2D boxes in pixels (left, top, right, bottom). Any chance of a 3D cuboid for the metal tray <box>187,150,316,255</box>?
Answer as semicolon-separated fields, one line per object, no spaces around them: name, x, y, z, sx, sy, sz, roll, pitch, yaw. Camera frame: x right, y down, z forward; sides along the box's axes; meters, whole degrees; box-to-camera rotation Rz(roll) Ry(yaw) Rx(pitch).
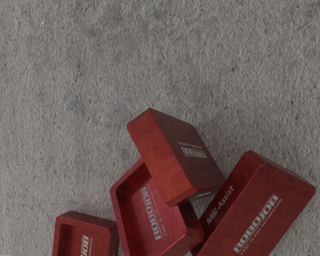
metal tray;0.099;0.098;0.343;0.090;0.030;0.129;26;102;-26

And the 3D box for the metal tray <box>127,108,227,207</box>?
metal tray;0.025;0.032;0.338;0.030;0.130;0.090;-35;70;17

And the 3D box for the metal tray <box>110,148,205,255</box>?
metal tray;-0.011;0.097;0.369;0.090;0.030;0.130;-45;39;16

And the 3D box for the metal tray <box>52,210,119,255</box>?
metal tray;-0.109;0.194;0.444;0.090;0.030;0.129;8;93;19
